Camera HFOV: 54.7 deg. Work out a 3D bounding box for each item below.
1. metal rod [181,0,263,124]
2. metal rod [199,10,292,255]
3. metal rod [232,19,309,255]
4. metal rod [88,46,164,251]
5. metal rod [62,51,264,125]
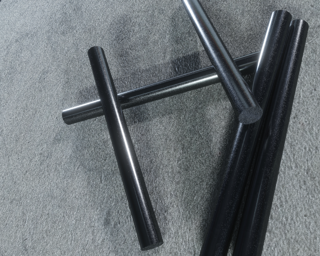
[{"bbox_3d":[0.068,-0.118,0.414,0.025,0.025,0.300,-25,45,13],"label":"metal rod"},{"bbox_3d":[0.098,-0.002,0.338,0.025,0.025,0.299,10,71,32],"label":"metal rod"},{"bbox_3d":[0.124,0.003,0.336,0.025,0.025,0.300,7,65,31],"label":"metal rod"},{"bbox_3d":[-0.054,0.005,0.404,0.025,0.025,0.299,-27,60,11],"label":"metal rod"},{"bbox_3d":[-0.009,-0.051,0.438,0.301,0.025,0.025,-14,56,20],"label":"metal rod"}]
